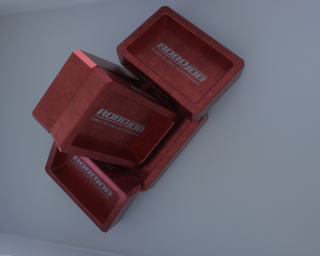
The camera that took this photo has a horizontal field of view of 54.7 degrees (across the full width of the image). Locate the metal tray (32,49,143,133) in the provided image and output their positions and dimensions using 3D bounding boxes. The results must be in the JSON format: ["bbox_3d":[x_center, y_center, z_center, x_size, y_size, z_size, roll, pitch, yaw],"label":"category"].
[{"bbox_3d":[-0.079,-0.037,0.379,0.030,0.130,0.090,42,103,15],"label":"metal tray"}]

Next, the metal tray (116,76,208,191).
[{"bbox_3d":[-0.011,0.006,0.409,0.090,0.030,0.130,41,102,15],"label":"metal tray"}]

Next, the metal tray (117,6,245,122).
[{"bbox_3d":[0.024,-0.081,0.379,0.130,0.030,0.090,41,77,15],"label":"metal tray"}]

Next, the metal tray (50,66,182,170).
[{"bbox_3d":[-0.044,-0.004,0.355,0.090,0.131,0.030,-52,51,12],"label":"metal tray"}]

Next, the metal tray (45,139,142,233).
[{"bbox_3d":[-0.095,0.067,0.420,0.130,0.030,0.089,41,127,14],"label":"metal tray"}]
